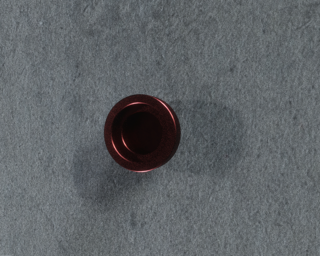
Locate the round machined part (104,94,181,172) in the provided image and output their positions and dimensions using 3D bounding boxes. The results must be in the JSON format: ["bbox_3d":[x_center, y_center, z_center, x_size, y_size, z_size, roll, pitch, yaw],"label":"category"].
[{"bbox_3d":[-0.020,0.006,0.406,0.098,0.042,0.097,0,90,19],"label":"round machined part"}]
